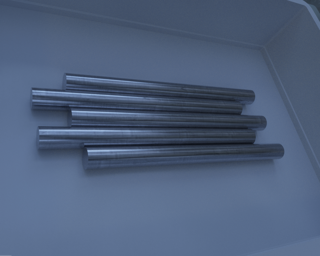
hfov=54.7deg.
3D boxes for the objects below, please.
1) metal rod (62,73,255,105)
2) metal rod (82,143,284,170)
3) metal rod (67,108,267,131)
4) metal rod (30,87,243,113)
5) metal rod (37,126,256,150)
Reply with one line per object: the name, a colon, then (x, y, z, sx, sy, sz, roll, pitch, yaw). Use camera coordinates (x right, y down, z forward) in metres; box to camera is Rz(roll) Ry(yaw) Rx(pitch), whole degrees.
metal rod: (0.017, -0.053, 0.447, 0.303, 0.025, 0.025, 1, 62, -28)
metal rod: (0.051, 0.035, 0.412, 0.303, 0.025, 0.025, 1, 62, -28)
metal rod: (0.029, -0.009, 0.427, 0.303, 0.025, 0.025, 1, 62, -28)
metal rod: (-0.011, -0.032, 0.419, 0.303, 0.025, 0.025, 1, 62, -28)
metal rod: (0.004, 0.012, 0.400, 0.303, 0.025, 0.025, 1, 62, -28)
